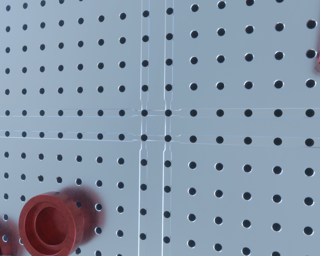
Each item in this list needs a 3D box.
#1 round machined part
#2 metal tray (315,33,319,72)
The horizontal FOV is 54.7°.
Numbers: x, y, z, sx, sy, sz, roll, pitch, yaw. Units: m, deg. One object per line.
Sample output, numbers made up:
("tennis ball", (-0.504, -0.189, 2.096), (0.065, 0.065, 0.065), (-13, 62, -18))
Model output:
("round machined part", (-0.154, 0.142, 0.456), (0.098, 0.042, 0.097), (0, 90, 19))
("metal tray", (0.225, -0.124, 0.330), (0.090, 0.030, 0.129), (8, 93, 19))
